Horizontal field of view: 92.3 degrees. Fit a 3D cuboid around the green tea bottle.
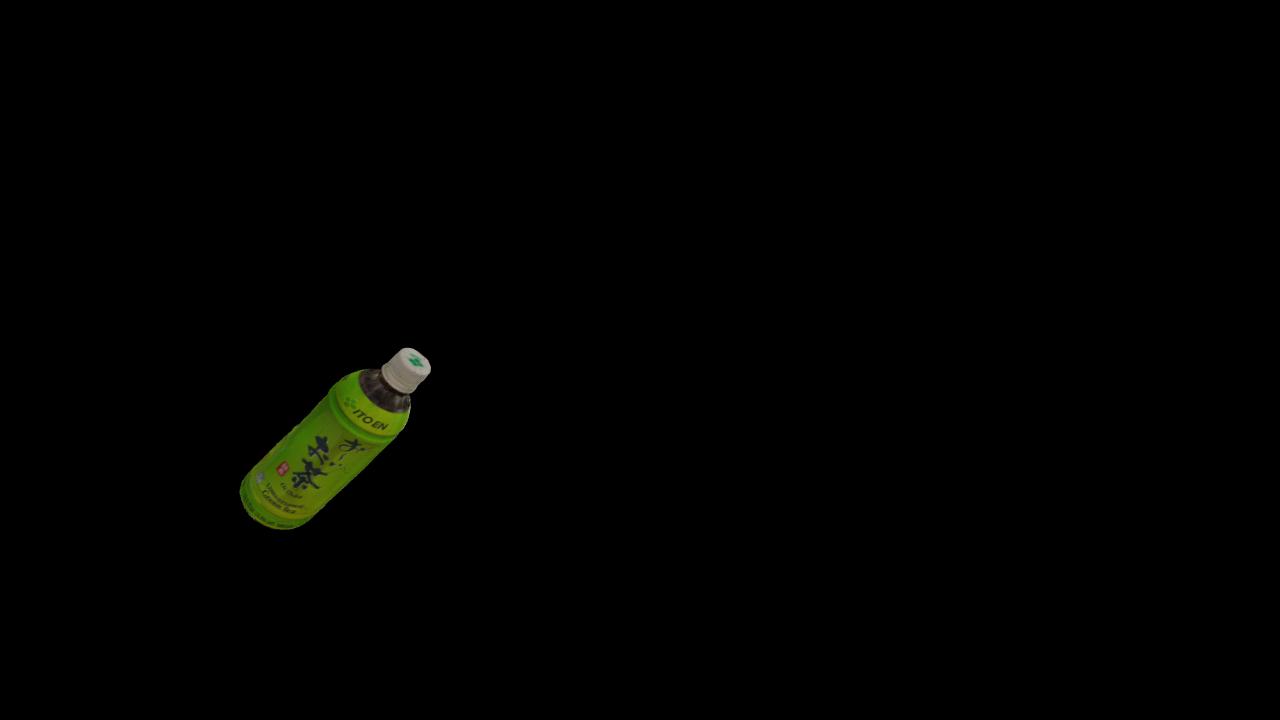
[{"bbox_3d":[-0.263,0.066,0.544,0.212,0.073,0.073,-41,-12,15],"label":"green tea bottle"}]
